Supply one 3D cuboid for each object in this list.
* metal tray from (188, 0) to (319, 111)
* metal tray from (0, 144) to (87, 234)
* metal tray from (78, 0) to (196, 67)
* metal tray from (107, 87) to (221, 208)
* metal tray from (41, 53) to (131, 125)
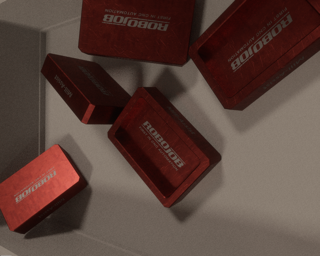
[{"bbox_3d":[0.100,-0.090,0.319,0.129,0.030,0.090,-42,65,31],"label":"metal tray"},{"bbox_3d":[-0.200,0.099,0.516,0.130,0.030,0.090,-37,60,-10],"label":"metal tray"},{"bbox_3d":[-0.027,-0.128,0.376,0.131,0.030,0.089,8,97,1],"label":"metal tray"},{"bbox_3d":[0.000,0.022,0.389,0.130,0.030,0.090,48,118,19],"label":"metal tray"},{"bbox_3d":[-0.099,-0.055,0.443,0.130,0.091,0.030,45,117,30],"label":"metal tray"}]
